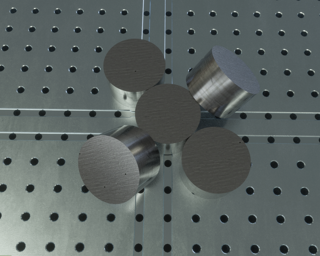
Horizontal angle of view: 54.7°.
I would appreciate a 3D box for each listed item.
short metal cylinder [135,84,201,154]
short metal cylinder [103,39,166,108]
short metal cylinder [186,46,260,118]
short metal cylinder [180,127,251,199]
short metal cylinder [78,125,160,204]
[{"bbox_3d":[0.010,-0.010,0.402,0.081,0.050,0.080,0,70,0],"label":"short metal cylinder"},{"bbox_3d":[-0.033,-0.074,0.425,0.081,0.050,0.080,0,70,0],"label":"short metal cylinder"},{"bbox_3d":[0.081,-0.059,0.399,0.080,0.050,0.080,26,40,-24],"label":"short metal cylinder"},{"bbox_3d":[0.065,0.044,0.383,0.081,0.050,0.080,0,70,0],"label":"short metal cylinder"},{"bbox_3d":[-0.047,0.041,0.361,0.080,0.050,0.079,7,106,24],"label":"short metal cylinder"}]
